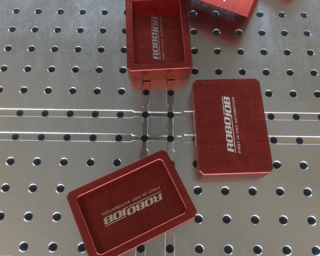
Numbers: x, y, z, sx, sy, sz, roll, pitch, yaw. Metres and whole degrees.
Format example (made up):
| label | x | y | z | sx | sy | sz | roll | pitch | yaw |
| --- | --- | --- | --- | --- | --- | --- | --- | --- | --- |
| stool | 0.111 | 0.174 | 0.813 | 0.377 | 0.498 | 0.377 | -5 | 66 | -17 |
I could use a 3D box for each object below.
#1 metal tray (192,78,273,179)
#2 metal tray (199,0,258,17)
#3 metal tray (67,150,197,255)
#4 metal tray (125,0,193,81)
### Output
| label | x | y | z | sx | sy | sz | roll | pitch | yaw |
| --- | --- | --- | --- | --- | --- | --- | --- | --- | --- |
| metal tray | 0.091 | -0.001 | 0.410 | 0.090 | 0.030 | 0.130 | -2 | 70 | -1 |
| metal tray | 0.090 | -0.222 | 0.473 | 0.130 | 0.030 | 0.090 | 23 | 49 | 8 |
| metal tray | -0.033 | 0.094 | 0.374 | 0.131 | 0.030 | 0.090 | -24 | 72 | -9 |
| metal tray | -0.003 | -0.135 | 0.458 | 0.090 | 0.030 | 0.130 | -3 | 70 | -1 |
